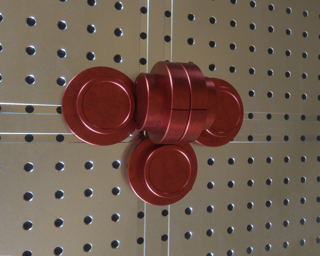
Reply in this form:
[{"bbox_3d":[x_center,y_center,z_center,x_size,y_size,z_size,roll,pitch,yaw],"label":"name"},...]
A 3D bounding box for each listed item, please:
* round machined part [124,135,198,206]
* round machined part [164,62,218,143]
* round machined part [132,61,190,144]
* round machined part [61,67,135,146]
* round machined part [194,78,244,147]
[{"bbox_3d":[0.006,0.054,0.407,0.099,0.042,0.097,0,90,-21],"label":"round machined part"},{"bbox_3d":[0.036,-0.031,0.382,0.042,0.098,0.097,-1,91,-20],"label":"round machined part"},{"bbox_3d":[-0.005,-0.030,0.366,0.042,0.098,0.097,1,90,-20],"label":"round machined part"},{"bbox_3d":[-0.069,-0.027,0.379,0.099,0.042,0.097,0,90,-21],"label":"round machined part"},{"bbox_3d":[0.076,-0.022,0.432,0.099,0.042,0.097,0,90,-21],"label":"round machined part"}]
